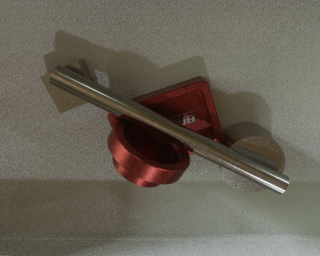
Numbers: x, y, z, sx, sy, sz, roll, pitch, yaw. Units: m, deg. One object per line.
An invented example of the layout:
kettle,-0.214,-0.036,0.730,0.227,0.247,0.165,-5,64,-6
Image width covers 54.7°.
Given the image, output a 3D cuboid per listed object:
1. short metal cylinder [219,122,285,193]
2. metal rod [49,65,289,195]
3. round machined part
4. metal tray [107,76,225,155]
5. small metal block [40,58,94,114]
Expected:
short metal cylinder,0.117,0.038,0.412,0.081,0.050,0.079,0,110,-1
metal rod,0.014,0.004,0.368,0.301,0.025,0.025,26,108,-3
round machined part,-0.017,0.032,0.369,0.098,0.098,0.042,26,116,-10
metal tray,0.009,-0.004,0.405,0.131,0.030,0.090,-18,109,6
small metal block,-0.111,-0.053,0.388,0.050,0.025,0.050,-21,109,7
